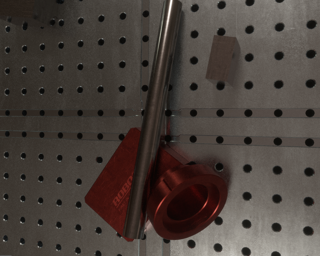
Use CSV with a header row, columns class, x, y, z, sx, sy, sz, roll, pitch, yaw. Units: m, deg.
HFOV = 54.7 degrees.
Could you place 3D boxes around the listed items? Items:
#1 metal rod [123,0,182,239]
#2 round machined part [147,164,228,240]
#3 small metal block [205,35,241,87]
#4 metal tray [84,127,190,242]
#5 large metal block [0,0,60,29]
class,x,y,z,sx,sy,sz,roll,pitch,yaw
metal rod,-0.008,-0.017,0.388,0.025,0.025,0.298,7,82,19
round machined part,0.029,0.083,0.373,0.098,0.098,0.042,-56,39,11
small metal block,0.077,-0.079,0.372,0.025,0.050,0.050,12,94,19
metal tray,-0.033,0.075,0.420,0.090,0.030,0.129,38,102,15
large metal block,-0.201,-0.201,0.468,0.080,0.050,0.079,11,94,19
